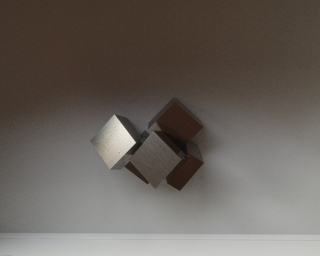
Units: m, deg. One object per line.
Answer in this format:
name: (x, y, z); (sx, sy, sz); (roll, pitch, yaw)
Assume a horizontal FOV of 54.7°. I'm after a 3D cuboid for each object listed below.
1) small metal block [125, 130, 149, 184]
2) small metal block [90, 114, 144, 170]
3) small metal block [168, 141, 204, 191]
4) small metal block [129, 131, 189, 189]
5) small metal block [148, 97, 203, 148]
small metal block: (-0.019, 0.040, 0.424); (0.050, 0.025, 0.050); (40, 105, -14)
small metal block: (-0.055, 0.019, 0.403); (0.050, 0.025, 0.050); (-46, 66, 15)
small metal block: (0.030, 0.047, 0.414); (0.025, 0.050, 0.050); (34, 106, -12)
small metal block: (-0.002, 0.039, 0.384); (0.050, 0.025, 0.050); (45, 106, 20)
small metal block: (0.020, -0.004, 0.408); (0.050, 0.025, 0.050); (40, 105, -14)
